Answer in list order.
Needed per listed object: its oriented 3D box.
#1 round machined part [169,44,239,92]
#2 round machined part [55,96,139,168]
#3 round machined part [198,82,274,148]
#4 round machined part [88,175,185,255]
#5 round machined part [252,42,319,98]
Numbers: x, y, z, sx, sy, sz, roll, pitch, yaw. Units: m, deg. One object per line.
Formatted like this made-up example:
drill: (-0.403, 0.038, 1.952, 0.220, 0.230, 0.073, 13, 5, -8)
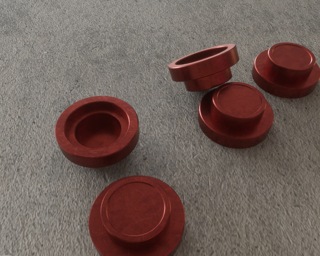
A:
round machined part: (0.065, -0.084, 0.443, 0.098, 0.042, 0.098, -17, 19, 6)
round machined part: (-0.075, 0.009, 0.384, 0.099, 0.042, 0.098, 0, 50, 0)
round machined part: (0.102, -0.024, 0.413, 0.099, 0.042, 0.098, 0, 50, 0)
round machined part: (-0.023, 0.090, 0.316, 0.099, 0.042, 0.098, 0, 50, 0)
round machined part: (0.195, -0.094, 0.472, 0.099, 0.042, 0.098, 0, 50, 0)
